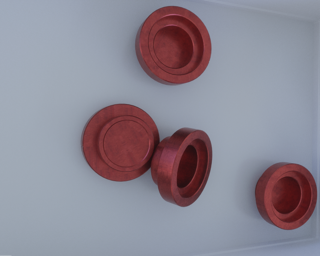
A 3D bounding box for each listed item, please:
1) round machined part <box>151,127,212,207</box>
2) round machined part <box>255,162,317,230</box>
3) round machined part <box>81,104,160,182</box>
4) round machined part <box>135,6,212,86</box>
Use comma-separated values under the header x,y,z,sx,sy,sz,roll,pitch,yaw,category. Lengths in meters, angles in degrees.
x,y,z,sx,sy,sz,roll,pitch,yaw,category
0.025,0.047,0.396,0.099,0.042,0.097,-20,115,-50,round machined part
0.186,0.101,0.472,0.099,0.042,0.097,0,90,-21,round machined part
-0.046,0.018,0.385,0.099,0.042,0.097,0,90,-21,round machined part
0.015,-0.104,0.408,0.099,0.042,0.097,0,90,-21,round machined part
